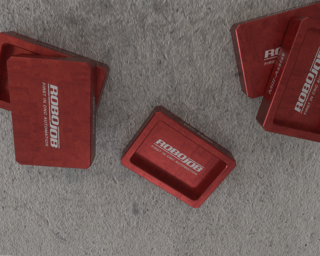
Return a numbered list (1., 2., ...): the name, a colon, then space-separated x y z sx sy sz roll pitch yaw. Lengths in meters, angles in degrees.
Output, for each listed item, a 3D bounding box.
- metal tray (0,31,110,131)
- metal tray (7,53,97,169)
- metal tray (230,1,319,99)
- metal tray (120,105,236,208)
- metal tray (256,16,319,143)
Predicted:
1. metal tray: -0.139 -0.055 0.385 0.131 0.030 0.089 18 109 -7
2. metal tray: -0.124 -0.018 0.367 0.091 0.030 0.129 4 110 -2
3. metal tray: 0.159 -0.096 0.373 0.131 0.030 0.089 -14 110 5
4. metal tray: 0.025 0.041 0.422 0.130 0.030 0.090 33 107 -12
5. metal tray: 0.177 -0.052 0.356 0.091 0.030 0.129 12 110 -5
